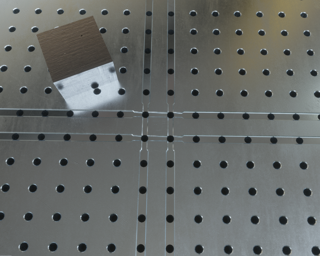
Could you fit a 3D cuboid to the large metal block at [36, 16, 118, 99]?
[{"bbox_3d":[-0.114,-0.098,0.434,0.080,0.050,0.080,-22,72,-8],"label":"large metal block"}]
